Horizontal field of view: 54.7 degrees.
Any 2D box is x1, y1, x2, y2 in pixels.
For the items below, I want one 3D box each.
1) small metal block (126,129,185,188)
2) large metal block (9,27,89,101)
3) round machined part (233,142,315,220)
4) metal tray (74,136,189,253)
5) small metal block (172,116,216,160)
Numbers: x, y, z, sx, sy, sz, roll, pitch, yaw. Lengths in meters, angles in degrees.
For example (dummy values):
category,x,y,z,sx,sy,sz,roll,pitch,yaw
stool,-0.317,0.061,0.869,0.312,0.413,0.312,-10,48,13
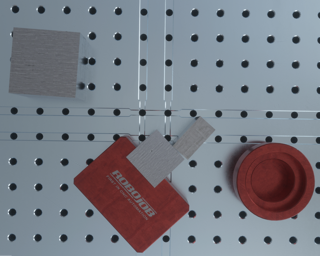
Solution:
category,x,y,z,sx,sy,sz,roll,pitch,yaw
small metal block,-0.007,0.038,0.384,0.050,0.025,0.050,-42,90,-11
large metal block,-0.140,-0.079,0.399,0.081,0.050,0.079,4,90,-1
round machined part,0.145,0.067,0.407,0.099,0.042,0.097,0,90,-1
metal tray,-0.036,0.085,0.411,0.090,0.030,0.130,-42,91,0
small metal block,0.041,0.012,0.401,0.025,0.050,0.050,43,90,-1
